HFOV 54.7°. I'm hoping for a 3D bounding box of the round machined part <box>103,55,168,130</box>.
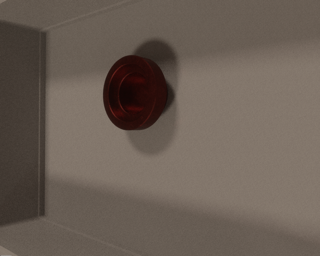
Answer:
[{"bbox_3d":[-0.029,-0.046,0.417,0.098,0.042,0.097,0,90,39],"label":"round machined part"}]
